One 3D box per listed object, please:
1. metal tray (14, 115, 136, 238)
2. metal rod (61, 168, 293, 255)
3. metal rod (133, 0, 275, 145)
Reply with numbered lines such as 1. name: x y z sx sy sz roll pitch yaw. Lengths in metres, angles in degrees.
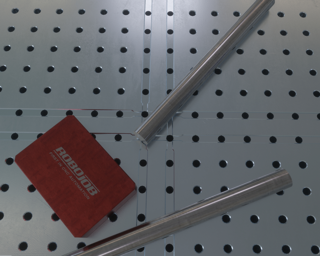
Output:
1. metal tray: -0.104 0.058 0.387 0.090 0.030 0.130 -41 75 -14
2. metal rod: 0.018 0.113 0.370 0.302 0.025 0.025 -20 71 -7
3. metal rod: 0.072 -0.094 0.446 0.025 0.025 0.301 39 74 13
